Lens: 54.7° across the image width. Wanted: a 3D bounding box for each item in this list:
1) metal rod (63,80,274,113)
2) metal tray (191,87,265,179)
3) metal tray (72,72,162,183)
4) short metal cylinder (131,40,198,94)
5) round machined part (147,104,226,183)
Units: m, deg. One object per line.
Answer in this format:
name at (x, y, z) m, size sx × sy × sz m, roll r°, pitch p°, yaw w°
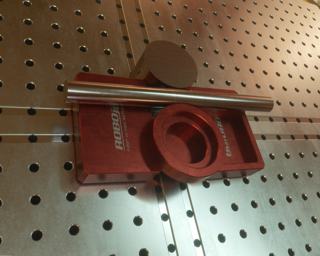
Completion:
metal rod at (0.032, -0.038, 0.404) m, size 0.303 × 0.025 × 0.025 m, roll 1°, pitch 62°, yaw -28°
metal tray at (0.087, 0.005, 0.444) m, size 0.091 × 0.030 × 0.130 m, roll 1°, pitch 61°, yaw -28°
metal tray at (-0.054, -0.002, 0.371) m, size 0.091 × 0.030 × 0.130 m, roll 3°, pitch 61°, yaw -27°
short metal cylinder at (0.005, -0.076, 0.436) m, size 0.081 × 0.050 × 0.080 m, roll 14°, pitch 56°, yaw -21°
round machined part at (0.029, 0.022, 0.383) m, size 0.099 × 0.042 × 0.098 m, roll 14°, pitch 56°, yaw -21°
